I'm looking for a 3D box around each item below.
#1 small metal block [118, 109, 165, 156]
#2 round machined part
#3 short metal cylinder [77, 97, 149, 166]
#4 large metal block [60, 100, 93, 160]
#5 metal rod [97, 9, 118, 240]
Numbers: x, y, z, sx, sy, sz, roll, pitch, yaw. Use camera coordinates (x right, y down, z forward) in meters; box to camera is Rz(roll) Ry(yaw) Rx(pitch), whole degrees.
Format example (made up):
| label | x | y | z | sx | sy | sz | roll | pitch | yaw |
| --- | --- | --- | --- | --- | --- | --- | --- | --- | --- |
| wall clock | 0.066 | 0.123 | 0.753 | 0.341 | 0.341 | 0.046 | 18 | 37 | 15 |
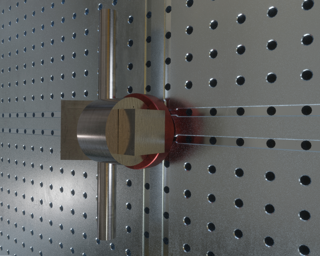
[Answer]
| label | x | y | z | sx | sy | sz | roll | pitch | yaw |
| --- | --- | --- | --- | --- | --- | --- | --- | --- | --- |
| small metal block | -0.020 | 0.004 | 0.353 | 0.025 | 0.050 | 0.050 | 2 | 91 | 40 |
| round machined part | -0.020 | 0.004 | 0.411 | 0.098 | 0.042 | 0.097 | 0 | 90 | 39 |
| short metal cylinder | -0.051 | 0.004 | 0.374 | 0.050 | 0.081 | 0.079 | 1 | 91 | 40 |
| large metal block | -0.108 | 0.002 | 0.452 | 0.050 | 0.080 | 0.079 | 1 | 91 | -1 |
| metal rod | -0.070 | -0.004 | 0.410 | 0.025 | 0.025 | 0.298 | 1 | 91 | 39 |
